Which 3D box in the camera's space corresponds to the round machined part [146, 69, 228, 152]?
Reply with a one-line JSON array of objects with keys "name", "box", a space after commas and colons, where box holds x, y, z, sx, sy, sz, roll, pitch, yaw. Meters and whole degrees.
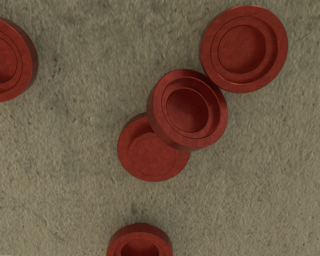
[{"name": "round machined part", "box": [0.030, -0.019, 0.377, 0.099, 0.042, 0.098, 7, 72, -21]}]

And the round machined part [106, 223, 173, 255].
[{"name": "round machined part", "box": [-0.030, 0.184, 0.468, 0.099, 0.042, 0.097, 0, 110, -1]}]

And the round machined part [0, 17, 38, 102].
[{"name": "round machined part", "box": [-0.194, -0.083, 0.368, 0.099, 0.042, 0.097, 0, 110, -1]}]

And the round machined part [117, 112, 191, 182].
[{"name": "round machined part", "box": [-0.008, 0.030, 0.412, 0.099, 0.042, 0.097, 0, 110, -1]}]

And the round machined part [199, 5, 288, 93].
[{"name": "round machined part", "box": [0.095, -0.093, 0.368, 0.099, 0.042, 0.097, 0, 110, -1]}]
